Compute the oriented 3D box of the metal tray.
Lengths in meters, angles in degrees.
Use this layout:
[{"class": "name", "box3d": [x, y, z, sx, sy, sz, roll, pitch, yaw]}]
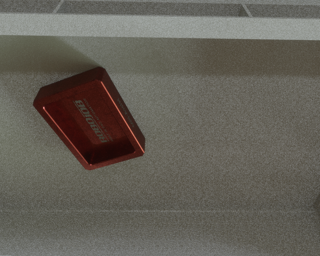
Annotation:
[{"class": "metal tray", "box3d": [-0.085, -0.006, 0.399, 0.090, 0.030, 0.130, -17, 129, 13]}]
